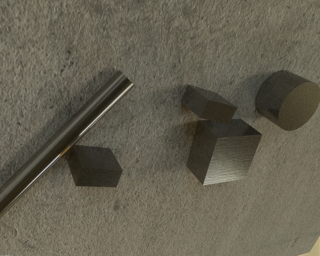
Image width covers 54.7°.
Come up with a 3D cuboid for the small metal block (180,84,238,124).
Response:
[{"bbox_3d":[0.064,-0.031,0.408,0.050,0.050,0.025,10,113,-33],"label":"small metal block"}]

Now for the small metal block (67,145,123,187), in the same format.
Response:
[{"bbox_3d":[-0.080,0.046,0.377,0.050,0.050,0.025,9,114,-33],"label":"small metal block"}]

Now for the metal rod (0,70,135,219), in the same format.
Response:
[{"bbox_3d":[-0.145,0.047,0.357,0.300,0.025,0.025,-44,130,2],"label":"metal rod"}]

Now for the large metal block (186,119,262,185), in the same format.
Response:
[{"bbox_3d":[0.094,0.034,0.466,0.081,0.050,0.079,-3,120,-28],"label":"large metal block"}]

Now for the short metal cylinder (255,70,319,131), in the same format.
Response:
[{"bbox_3d":[0.195,-0.042,0.474,0.081,0.050,0.079,-14,125,-21],"label":"short metal cylinder"}]
